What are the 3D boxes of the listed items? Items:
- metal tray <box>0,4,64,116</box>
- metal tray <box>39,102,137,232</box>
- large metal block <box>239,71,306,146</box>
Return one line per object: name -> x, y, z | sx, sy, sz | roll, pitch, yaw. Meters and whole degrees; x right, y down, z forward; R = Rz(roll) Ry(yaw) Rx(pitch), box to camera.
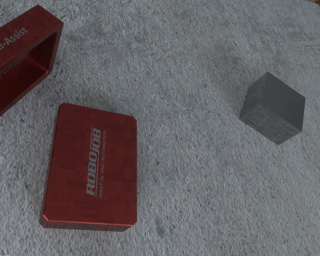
metal tray -> -0.156, -0.057, 0.312 | 0.030, 0.090, 0.130 | 36, 51, -5
metal tray -> -0.072, 0.041, 0.336 | 0.091, 0.030, 0.130 | 11, 57, -22
large metal block -> 0.185, -0.032, 0.507 | 0.080, 0.050, 0.080 | 33, 51, -7
